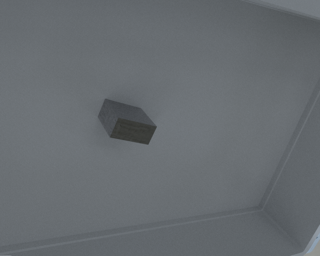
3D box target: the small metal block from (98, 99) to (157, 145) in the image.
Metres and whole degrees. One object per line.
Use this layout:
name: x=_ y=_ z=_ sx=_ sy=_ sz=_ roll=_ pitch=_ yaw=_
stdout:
small metal block: x=-0.039 y=-0.008 z=0.366 sx=0.050 sy=0.050 sz=0.025 roll=13 pitch=112 yaw=-34
